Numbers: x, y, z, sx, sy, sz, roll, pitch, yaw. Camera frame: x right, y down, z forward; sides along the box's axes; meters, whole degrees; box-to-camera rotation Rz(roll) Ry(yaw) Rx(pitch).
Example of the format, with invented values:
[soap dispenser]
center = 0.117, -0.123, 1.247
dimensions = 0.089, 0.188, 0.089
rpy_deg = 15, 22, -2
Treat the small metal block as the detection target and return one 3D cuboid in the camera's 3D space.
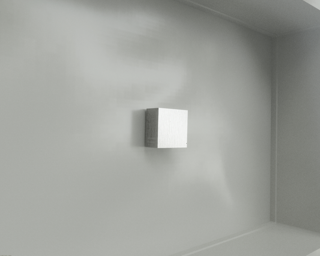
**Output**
[small metal block]
center = 0.009, 0.000, 0.408
dimensions = 0.050, 0.025, 0.050
rpy_deg = 2, 89, -40
